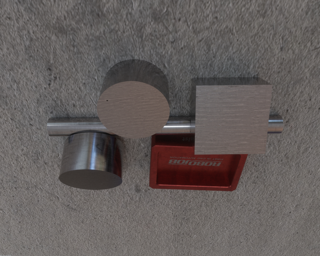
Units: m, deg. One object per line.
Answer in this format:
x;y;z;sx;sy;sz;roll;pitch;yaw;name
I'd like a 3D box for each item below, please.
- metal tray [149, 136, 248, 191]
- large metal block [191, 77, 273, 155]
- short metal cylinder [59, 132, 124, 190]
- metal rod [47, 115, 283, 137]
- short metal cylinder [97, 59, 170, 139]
0.052;0.050;0.447;0.131;0.030;0.089;2;130;-3;metal tray
0.079;-0.016;0.363;0.081;0.050;0.079;-1;109;0;large metal block
-0.090;0.047;0.415;0.081;0.050;0.080;-1;151;0;short metal cylinder
0.007;-0.003;0.408;0.302;0.025;0.025;-1;130;0;metal rod
-0.029;-0.034;0.363;0.081;0.050;0.079;0;130;0;short metal cylinder
